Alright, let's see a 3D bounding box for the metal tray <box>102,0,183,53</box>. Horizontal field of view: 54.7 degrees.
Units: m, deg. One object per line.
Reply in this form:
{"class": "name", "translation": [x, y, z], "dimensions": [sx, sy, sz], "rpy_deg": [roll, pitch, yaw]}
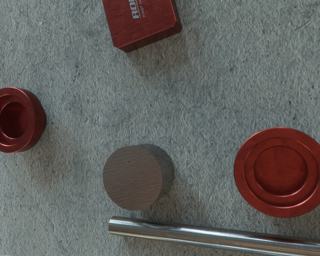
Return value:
{"class": "metal tray", "translation": [-0.031, -0.179, 0.416], "dimensions": [0.090, 0.030, 0.129], "rpy_deg": [-16, 85, 18]}

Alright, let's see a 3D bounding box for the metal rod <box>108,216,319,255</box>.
{"class": "metal rod", "translation": [0.077, 0.137, 0.381], "dimensions": [0.301, 0.025, 0.025], "rpy_deg": [1, 90, 19]}

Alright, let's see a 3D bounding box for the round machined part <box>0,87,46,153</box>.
{"class": "round machined part", "translation": [-0.216, -0.012, 0.474], "dimensions": [0.098, 0.042, 0.097], "rpy_deg": [0, 90, 19]}

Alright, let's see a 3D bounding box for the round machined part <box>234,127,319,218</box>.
{"class": "round machined part", "translation": [0.136, 0.048, 0.352], "dimensions": [0.098, 0.042, 0.097], "rpy_deg": [0, 90, 19]}

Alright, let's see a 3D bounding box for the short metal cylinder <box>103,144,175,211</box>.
{"class": "short metal cylinder", "translation": [-0.026, 0.062, 0.404], "dimensions": [0.080, 0.050, 0.079], "rpy_deg": [0, 90, 19]}
